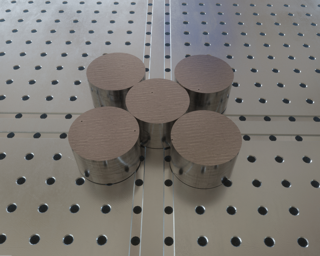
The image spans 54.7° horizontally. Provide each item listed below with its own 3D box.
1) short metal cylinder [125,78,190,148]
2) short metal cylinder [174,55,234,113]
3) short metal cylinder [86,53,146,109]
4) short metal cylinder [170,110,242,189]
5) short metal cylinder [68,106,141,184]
[{"bbox_3d":[-0.003,-0.020,0.407,0.081,0.050,0.080,0,50,0],"label":"short metal cylinder"},{"bbox_3d":[0.060,-0.059,0.439,0.081,0.050,0.080,0,50,0],"label":"short metal cylinder"},{"bbox_3d":[-0.060,-0.063,0.443,0.081,0.050,0.080,0,50,0],"label":"short metal cylinder"},{"bbox_3d":[0.052,0.025,0.370,0.081,0.050,0.080,0,50,0],"label":"short metal cylinder"},{"bbox_3d":[-0.064,0.020,0.372,0.081,0.050,0.080,0,50,0],"label":"short metal cylinder"}]
